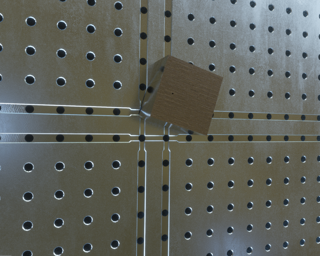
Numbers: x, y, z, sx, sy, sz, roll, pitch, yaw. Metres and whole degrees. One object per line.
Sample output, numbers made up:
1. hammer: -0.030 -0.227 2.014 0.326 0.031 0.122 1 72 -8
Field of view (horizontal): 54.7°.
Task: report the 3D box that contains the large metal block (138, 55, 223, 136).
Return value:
1. large metal block: 0.027 -0.040 0.410 0.081 0.050 0.080 18 84 -20
